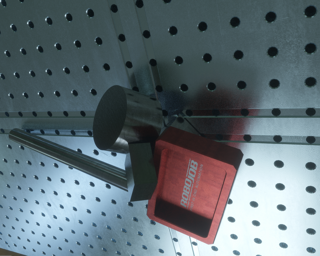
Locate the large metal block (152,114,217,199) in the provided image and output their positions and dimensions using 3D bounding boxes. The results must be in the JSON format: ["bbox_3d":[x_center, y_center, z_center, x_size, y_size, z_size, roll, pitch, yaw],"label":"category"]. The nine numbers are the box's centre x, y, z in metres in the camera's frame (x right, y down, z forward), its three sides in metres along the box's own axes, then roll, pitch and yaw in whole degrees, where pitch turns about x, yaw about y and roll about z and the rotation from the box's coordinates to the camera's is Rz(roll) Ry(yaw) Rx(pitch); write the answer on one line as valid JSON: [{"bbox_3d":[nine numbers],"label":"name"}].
[{"bbox_3d":[0.020,0.042,0.408,0.080,0.050,0.080,46,129,-5],"label":"large metal block"}]

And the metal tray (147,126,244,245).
[{"bbox_3d":[0.036,0.070,0.363,0.090,0.030,0.129,19,126,17],"label":"metal tray"}]

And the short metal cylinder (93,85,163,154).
[{"bbox_3d":[-0.042,-0.008,0.383,0.050,0.080,0.080,15,140,-36],"label":"short metal cylinder"}]

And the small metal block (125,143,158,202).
[{"bbox_3d":[-0.024,0.052,0.361,0.025,0.050,0.050,-3,147,-15],"label":"small metal block"}]

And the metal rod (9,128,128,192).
[{"bbox_3d":[-0.136,0.045,0.470,0.300,0.025,0.025,15,125,33],"label":"metal rod"}]
